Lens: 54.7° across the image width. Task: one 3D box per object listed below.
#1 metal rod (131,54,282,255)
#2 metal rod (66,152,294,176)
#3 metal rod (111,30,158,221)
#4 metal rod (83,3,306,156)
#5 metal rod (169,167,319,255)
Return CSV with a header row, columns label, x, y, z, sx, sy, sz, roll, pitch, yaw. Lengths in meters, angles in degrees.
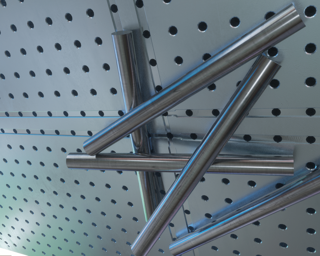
label,x,y,z,sx,sy,sz,roll,pitch,yaw
metal rod,0.042,0.049,0.369,0.025,0.025,0.298,33,113,6
metal rod,0.011,0.046,0.407,0.301,0.025,0.025,-1,118,19
metal rod,-0.028,0.018,0.435,0.025,0.025,0.298,7,122,24
metal rod,0.015,-0.038,0.356,0.299,0.025,0.025,-30,102,30
metal rod,0.111,0.124,0.428,0.025,0.025,0.299,45,129,-3
